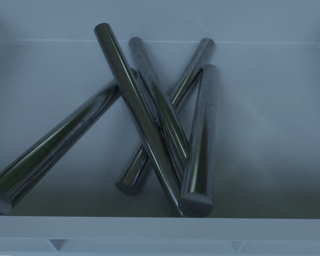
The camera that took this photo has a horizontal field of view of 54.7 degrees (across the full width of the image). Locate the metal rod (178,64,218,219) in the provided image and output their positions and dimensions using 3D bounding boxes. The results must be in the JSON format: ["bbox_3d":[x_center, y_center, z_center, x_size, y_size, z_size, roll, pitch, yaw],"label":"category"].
[{"bbox_3d":[0.052,-0.016,0.352,0.025,0.025,0.301,9,30,7],"label":"metal rod"}]

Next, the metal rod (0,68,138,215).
[{"bbox_3d":[-0.080,-0.016,0.343,0.025,0.025,0.301,11,28,9],"label":"metal rod"}]

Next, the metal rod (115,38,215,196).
[{"bbox_3d":[0.021,-0.037,0.436,0.025,0.025,0.301,19,52,15],"label":"metal rod"}]

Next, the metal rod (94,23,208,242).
[{"bbox_3d":[-0.022,-0.013,0.373,0.025,0.025,0.299,-19,66,-15],"label":"metal rod"}]

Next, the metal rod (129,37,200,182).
[{"bbox_3d":[-0.004,-0.047,0.416,0.025,0.025,0.300,-11,42,-10],"label":"metal rod"}]
